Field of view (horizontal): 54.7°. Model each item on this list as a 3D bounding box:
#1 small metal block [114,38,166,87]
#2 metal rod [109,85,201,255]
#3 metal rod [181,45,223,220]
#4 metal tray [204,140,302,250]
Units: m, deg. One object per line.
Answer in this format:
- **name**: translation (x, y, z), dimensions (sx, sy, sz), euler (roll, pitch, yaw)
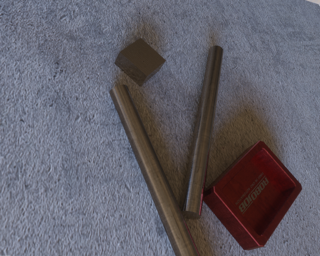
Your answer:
- **small metal block**: translation (-0.028, -0.095, 0.447), dimensions (0.050, 0.025, 0.050), euler (42, 51, 0)
- **metal rod**: translation (0.004, 0.080, 0.356), dimensions (0.025, 0.025, 0.299), euler (-12, 68, -33)
- **metal rod**: translation (0.066, -0.016, 0.448), dimensions (0.025, 0.025, 0.300), euler (25, 53, -13)
- **metal tray**: translation (0.127, 0.085, 0.416), dimensions (0.131, 0.030, 0.090), euler (-34, 81, -38)
